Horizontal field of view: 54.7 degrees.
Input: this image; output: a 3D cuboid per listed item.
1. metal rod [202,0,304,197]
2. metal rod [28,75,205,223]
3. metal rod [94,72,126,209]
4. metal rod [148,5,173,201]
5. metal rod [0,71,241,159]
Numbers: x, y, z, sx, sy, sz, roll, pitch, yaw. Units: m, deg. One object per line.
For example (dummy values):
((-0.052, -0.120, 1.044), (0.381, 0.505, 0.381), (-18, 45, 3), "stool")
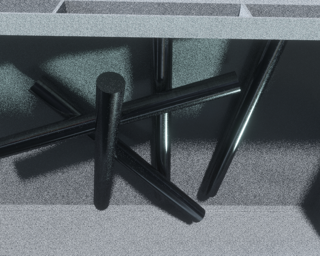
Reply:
((0.104, -0.011, 0.401), (0.025, 0.025, 0.298), (7, 130, -7), "metal rod")
((-0.043, 0.041, 0.419), (0.025, 0.025, 0.300), (-36, 115, 26), "metal rod")
((-0.070, 0.041, 0.390), (0.025, 0.025, 0.298), (8, 146, -7), "metal rod")
((0.002, -0.005, 0.404), (0.025, 0.025, 0.298), (-1, 130, 0), "metal rod")
((-0.060, -0.012, 0.358), (0.301, 0.025, 0.025), (-15, 129, 7), "metal rod")
